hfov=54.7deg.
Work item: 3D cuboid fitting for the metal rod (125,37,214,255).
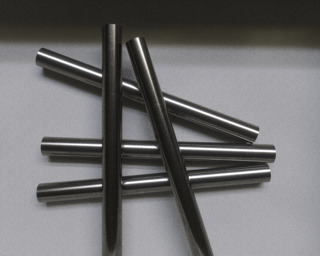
[{"bbox_3d":[0.014,0.034,0.385,0.025,0.025,0.298,-18,90,0],"label":"metal rod"}]

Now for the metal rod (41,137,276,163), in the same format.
[{"bbox_3d":[-0.001,0.029,0.409,0.302,0.025,0.025,2,90,-1],"label":"metal rod"}]

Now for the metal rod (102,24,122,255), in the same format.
[{"bbox_3d":[-0.059,0.024,0.383,0.025,0.025,0.298,0,90,-1],"label":"metal rod"}]

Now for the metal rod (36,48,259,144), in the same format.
[{"bbox_3d":[-0.016,-0.042,0.409,0.302,0.025,0.025,20,90,-1],"label":"metal rod"}]

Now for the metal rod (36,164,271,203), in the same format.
[{"bbox_3d":[-0.007,0.073,0.410,0.302,0.025,0.025,-5,90,-1],"label":"metal rod"}]
